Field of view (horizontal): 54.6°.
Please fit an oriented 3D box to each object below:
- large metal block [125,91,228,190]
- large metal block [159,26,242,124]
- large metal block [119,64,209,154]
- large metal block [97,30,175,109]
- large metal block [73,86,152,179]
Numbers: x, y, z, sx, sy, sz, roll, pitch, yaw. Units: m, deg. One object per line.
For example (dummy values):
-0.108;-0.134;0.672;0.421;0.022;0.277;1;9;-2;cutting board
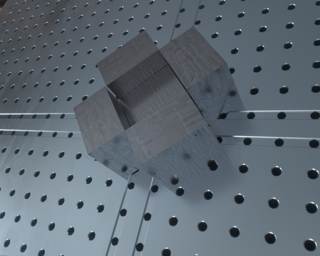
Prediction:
0.020;0.018;0.353;0.080;0.080;0.050;-32;52;7;large metal block
0.051;-0.064;0.386;0.050;0.080;0.080;-33;52;6;large metal block
0.003;-0.022;0.403;0.080;0.050;0.080;-34;50;8;large metal block
-0.027;-0.074;0.434;0.080;0.080;0.050;-34;51;6;large metal block
-0.058;0.007;0.400;0.050;0.080;0.080;-34;52;6;large metal block
